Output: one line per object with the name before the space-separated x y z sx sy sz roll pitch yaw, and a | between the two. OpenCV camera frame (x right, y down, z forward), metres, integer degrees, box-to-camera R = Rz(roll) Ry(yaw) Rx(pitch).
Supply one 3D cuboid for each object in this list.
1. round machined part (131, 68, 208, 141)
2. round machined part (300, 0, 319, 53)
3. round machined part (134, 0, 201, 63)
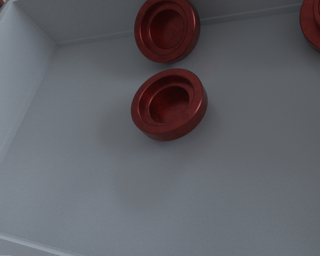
round machined part | 0.015 -0.026 0.403 0.098 0.042 0.098 -13 56 21
round machined part | 0.208 -0.130 0.342 0.098 0.042 0.097 -2 86 29
round machined part | 0.014 -0.144 0.457 0.098 0.042 0.097 4 99 29
